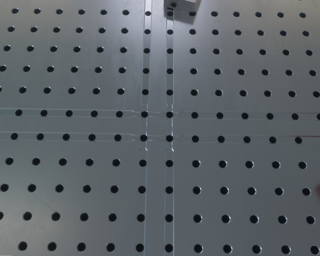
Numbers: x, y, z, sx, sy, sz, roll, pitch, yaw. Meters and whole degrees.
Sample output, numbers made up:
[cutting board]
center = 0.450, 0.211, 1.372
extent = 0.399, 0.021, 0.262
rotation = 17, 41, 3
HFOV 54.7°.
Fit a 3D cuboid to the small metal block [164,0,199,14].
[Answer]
[small metal block]
center = 0.038, -0.215, 0.490
extent = 0.050, 0.025, 0.050
rotation = 17, 71, 6
